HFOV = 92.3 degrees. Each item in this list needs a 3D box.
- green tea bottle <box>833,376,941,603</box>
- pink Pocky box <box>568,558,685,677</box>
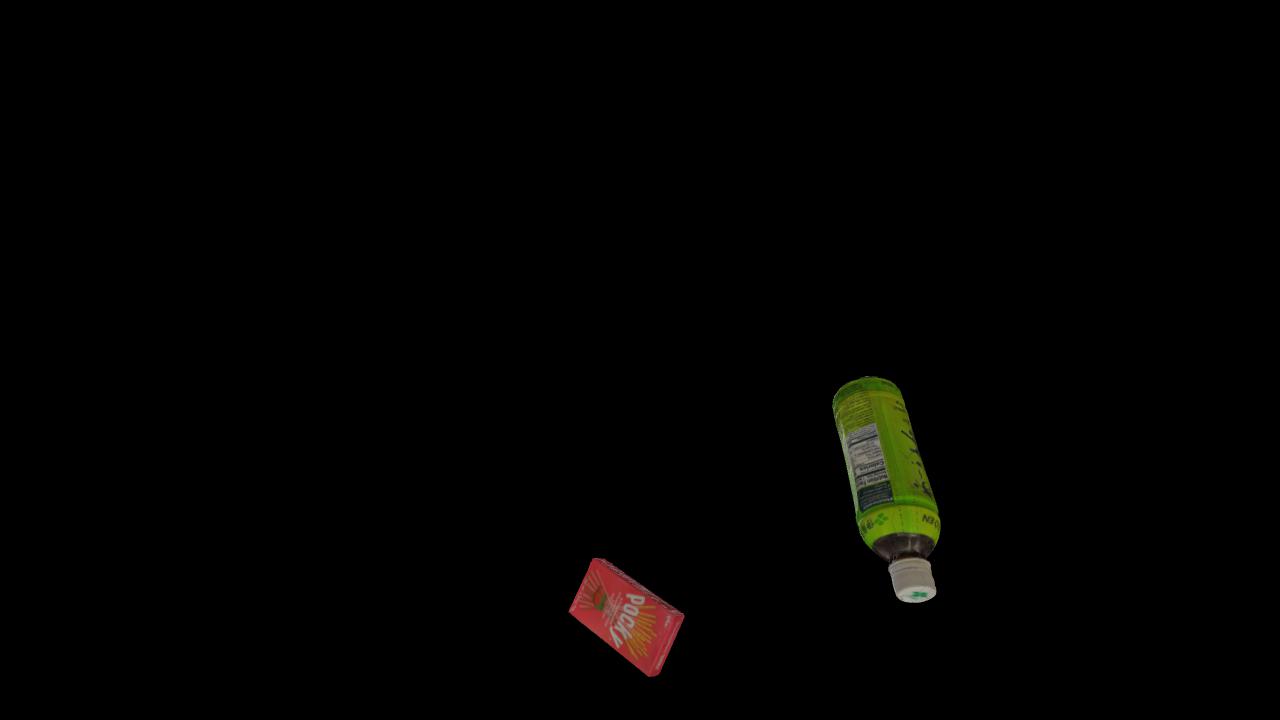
[{"bbox_3d":[0.224,0.112,0.560,0.073,0.212,0.073,4,-44,4],"label":"green tea bottle"},{"bbox_3d":[-0.021,0.339,0.823,0.155,0.084,0.029,22,-6,38],"label":"pink Pocky box"}]
